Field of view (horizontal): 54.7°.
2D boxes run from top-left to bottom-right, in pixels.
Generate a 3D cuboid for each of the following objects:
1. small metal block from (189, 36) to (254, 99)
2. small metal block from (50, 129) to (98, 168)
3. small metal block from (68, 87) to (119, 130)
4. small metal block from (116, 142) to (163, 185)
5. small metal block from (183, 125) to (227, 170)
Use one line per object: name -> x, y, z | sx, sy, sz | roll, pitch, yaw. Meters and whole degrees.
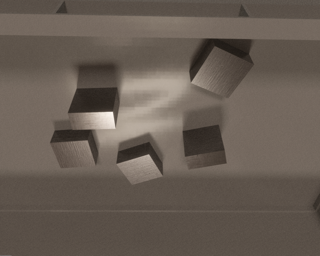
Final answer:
small metal block -> 0.069, -0.068, 0.352 | 0.050, 0.025, 0.050 | 20, 127, -17
small metal block -> -0.118, 0.029, 0.432 | 0.050, 0.025, 0.050 | -4, 130, 3
small metal block -> -0.077, -0.024, 0.371 | 0.050, 0.050, 0.025 | -1, 130, 1
small metal block -> -0.029, 0.053, 0.454 | 0.050, 0.025, 0.050 | -18, 128, 14
small metal block -> 0.059, 0.025, 0.415 | 0.050, 0.050, 0.025 | -10, 129, 8
